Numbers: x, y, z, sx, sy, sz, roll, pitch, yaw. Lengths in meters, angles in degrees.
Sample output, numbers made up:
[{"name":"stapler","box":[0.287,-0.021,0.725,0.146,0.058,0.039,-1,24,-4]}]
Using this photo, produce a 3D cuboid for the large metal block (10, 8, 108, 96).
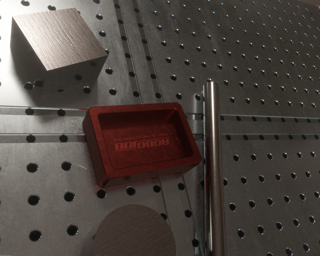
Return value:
[{"name":"large metal block","box":[-0.126,-0.096,0.384,0.081,0.050,0.080,-26,76,-37]}]

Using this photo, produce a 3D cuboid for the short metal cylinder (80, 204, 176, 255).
[{"name":"short metal cylinder","box":[-0.032,0.121,0.302,0.081,0.050,0.080,14,56,-21]}]

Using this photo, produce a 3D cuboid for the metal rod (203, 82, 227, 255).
[{"name":"metal rod","box":[0.071,0.059,0.411,0.025,0.025,0.300,17,55,-19]}]

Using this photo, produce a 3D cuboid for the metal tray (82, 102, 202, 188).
[{"name":"metal tray","box":[-0.020,0.016,0.385,0.131,0.030,0.090,-6,65,-31]}]
